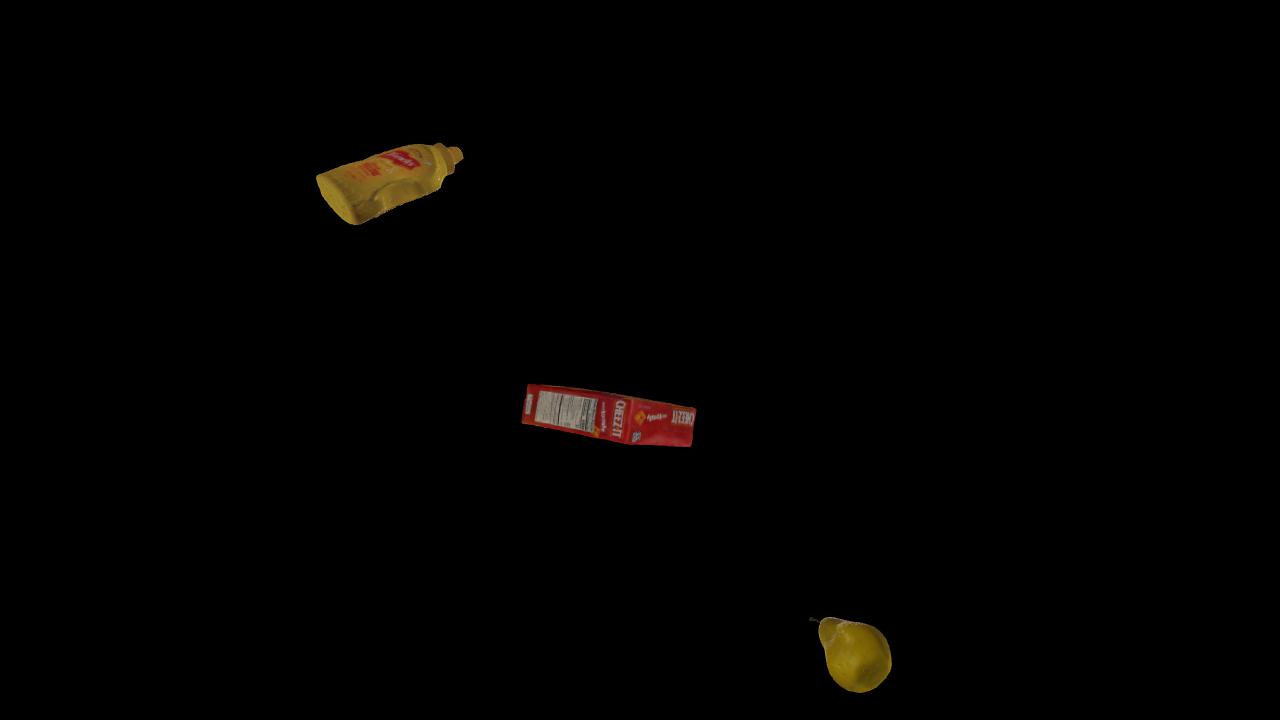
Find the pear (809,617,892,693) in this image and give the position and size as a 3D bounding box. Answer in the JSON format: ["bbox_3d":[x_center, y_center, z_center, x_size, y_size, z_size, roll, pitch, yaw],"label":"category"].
[{"bbox_3d":[0.255,0.348,0.759,0.080,0.080,0.111,0,21,-17],"label":"pear"}]

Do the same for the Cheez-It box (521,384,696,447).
[{"bbox_3d":[-0.049,0.086,0.962,0.223,0.071,0.166,6,-3,39],"label":"Cheez-It box"}]

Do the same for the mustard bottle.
[{"bbox_3d":[-0.311,-0.240,0.800,0.092,0.054,0.184,34,53,30],"label":"mustard bottle"}]
